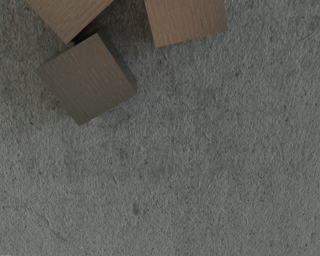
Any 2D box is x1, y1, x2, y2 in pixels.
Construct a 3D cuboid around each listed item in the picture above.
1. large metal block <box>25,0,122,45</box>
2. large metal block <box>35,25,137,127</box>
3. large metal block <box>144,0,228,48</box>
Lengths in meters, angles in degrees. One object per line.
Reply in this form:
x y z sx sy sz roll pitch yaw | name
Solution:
-0.097 -0.151 0.340 0.080 0.050 0.080 -38 106 13 | large metal block
-0.083 -0.062 0.368 0.080 0.050 0.080 -28 115 10 | large metal block
0.025 -0.141 0.345 0.080 0.050 0.080 -12 110 4 | large metal block
